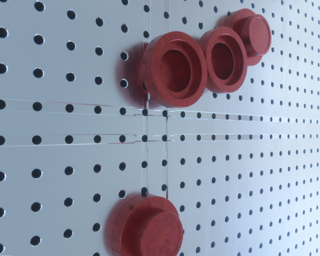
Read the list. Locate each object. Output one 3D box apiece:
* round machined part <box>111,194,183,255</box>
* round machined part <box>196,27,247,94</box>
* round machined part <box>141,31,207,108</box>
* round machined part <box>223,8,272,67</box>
[{"bbox_3d":[-0.009,0.136,0.393,0.099,0.042,0.097,0,90,-40],"label":"round machined part"},{"bbox_3d":[0.088,-0.101,0.474,0.099,0.042,0.097,0,90,-40],"label":"round machined part"},{"bbox_3d":[0.015,-0.075,0.412,0.099,0.042,0.097,0,91,-40],"label":"round machined part"},{"bbox_3d":[0.154,-0.155,0.530,0.099,0.042,0.097,0,90,-40],"label":"round machined part"}]
